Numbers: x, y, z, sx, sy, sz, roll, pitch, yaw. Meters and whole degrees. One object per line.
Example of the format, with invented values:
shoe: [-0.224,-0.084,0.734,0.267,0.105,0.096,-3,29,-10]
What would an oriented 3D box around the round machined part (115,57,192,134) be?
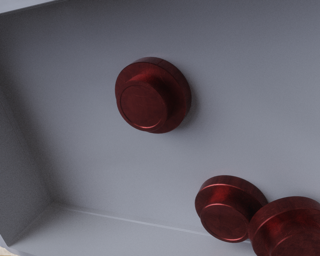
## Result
round machined part: [-0.014,-0.035,0.384,0.098,0.042,0.097,13,124,21]

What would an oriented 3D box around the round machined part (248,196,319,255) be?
round machined part: [0.160,0.133,0.370,0.099,0.042,0.097,-1,119,-2]

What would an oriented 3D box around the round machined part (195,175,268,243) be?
round machined part: [0.094,0.116,0.420,0.098,0.042,0.097,13,124,21]
